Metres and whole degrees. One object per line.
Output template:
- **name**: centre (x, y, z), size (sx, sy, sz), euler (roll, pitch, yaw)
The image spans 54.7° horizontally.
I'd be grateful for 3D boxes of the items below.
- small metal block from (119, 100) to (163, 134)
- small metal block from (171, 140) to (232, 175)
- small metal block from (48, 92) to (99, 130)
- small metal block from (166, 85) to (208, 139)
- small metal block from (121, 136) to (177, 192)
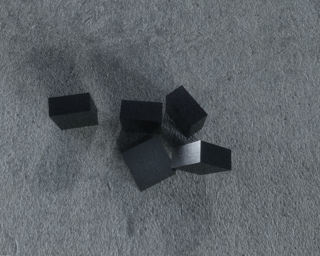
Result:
- **small metal block**: centre (-0.023, -0.013, 0.399), size (0.050, 0.050, 0.025), euler (4, 70, 1)
- **small metal block**: centre (0.049, 0.037, 0.371), size (0.050, 0.050, 0.025), euler (17, 66, -33)
- **small metal block**: centre (-0.111, -0.021, 0.401), size (0.050, 0.050, 0.025), euler (-8, 71, -3)
- **small metal block**: centre (0.033, -0.020, 0.402), size (0.025, 0.050, 0.050), euler (-35, 74, -12)
- **small metal block**: centre (-0.014, 0.045, 0.391), size (0.050, 0.025, 0.050), euler (-26, 72, -9)
